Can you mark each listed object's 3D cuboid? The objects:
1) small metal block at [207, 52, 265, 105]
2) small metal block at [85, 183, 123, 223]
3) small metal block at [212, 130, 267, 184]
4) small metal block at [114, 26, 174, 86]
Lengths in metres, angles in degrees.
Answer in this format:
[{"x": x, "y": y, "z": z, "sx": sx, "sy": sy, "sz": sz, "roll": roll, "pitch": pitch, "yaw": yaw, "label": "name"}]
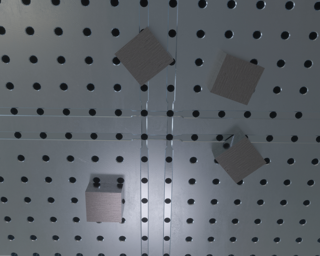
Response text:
[{"x": 0.095, "y": -0.063, "z": 0.391, "sx": 0.050, "sy": 0.025, "sz": 0.050, "roll": 19, "pitch": 109, "yaw": -7, "label": "small metal block"}, {"x": -0.080, "y": 0.109, "z": 0.453, "sx": 0.050, "sy": 0.025, "sz": 0.050, "roll": 2, "pitch": 110, "yaw": -1, "label": "small metal block"}, {"x": 0.109, "y": 0.040, "z": 0.429, "sx": 0.050, "sy": 0.025, "sz": 0.050, "roll": -38, "pitch": 106, "yaw": 13, "label": "small metal block"}, {"x": -0.019, "y": -0.088, "z": 0.381, "sx": 0.050, "sy": 0.025, "sz": 0.050, "roll": -37, "pitch": 106, "yaw": 12, "label": "small metal block"}]
